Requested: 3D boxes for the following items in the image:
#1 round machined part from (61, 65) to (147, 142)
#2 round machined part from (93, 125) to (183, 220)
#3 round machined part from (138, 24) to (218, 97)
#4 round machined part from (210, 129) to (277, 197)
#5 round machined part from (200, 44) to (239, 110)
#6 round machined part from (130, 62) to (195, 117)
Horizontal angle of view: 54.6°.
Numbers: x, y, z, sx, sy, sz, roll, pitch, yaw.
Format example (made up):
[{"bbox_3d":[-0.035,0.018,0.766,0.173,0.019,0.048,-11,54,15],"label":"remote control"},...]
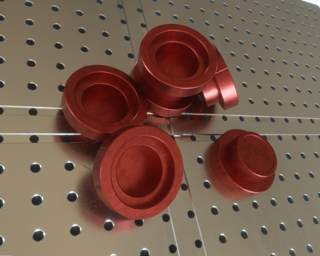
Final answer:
[{"bbox_3d":[-0.068,-0.025,0.375,0.099,0.042,0.098,14,55,-20],"label":"round machined part"},{"bbox_3d":[-0.026,0.046,0.338,0.099,0.042,0.097,0,89,-32],"label":"round machined part"},{"bbox_3d":[0.020,-0.081,0.397,0.099,0.042,0.098,6,64,-11],"label":"round machined part"},{"bbox_3d":[0.124,0.044,0.437,0.099,0.042,0.098,13,56,-21],"label":"round machined part"},{"bbox_3d":[0.075,-0.070,0.457,0.042,0.098,0.098,-24,70,6],"label":"round machined part"},{"bbox_3d":[0.009,-0.067,0.442,0.099,0.042,0.098,13,56,-21],"label":"round machined part"}]
